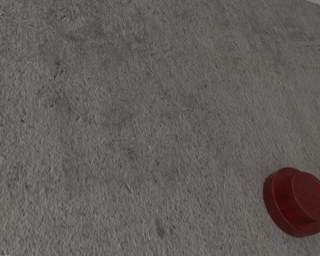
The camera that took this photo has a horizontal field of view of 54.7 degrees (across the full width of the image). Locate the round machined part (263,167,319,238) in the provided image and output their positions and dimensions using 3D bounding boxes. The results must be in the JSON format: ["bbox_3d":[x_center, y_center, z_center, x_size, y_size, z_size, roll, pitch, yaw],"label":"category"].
[{"bbox_3d":[0.199,0.101,0.438,0.099,0.042,0.098,14,56,-21],"label":"round machined part"}]
